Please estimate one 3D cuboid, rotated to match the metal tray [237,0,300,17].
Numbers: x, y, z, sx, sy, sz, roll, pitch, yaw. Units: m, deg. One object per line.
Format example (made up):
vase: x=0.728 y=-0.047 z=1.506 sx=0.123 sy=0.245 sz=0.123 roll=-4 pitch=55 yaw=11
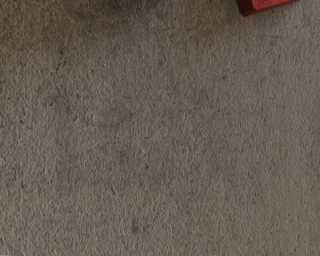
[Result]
metal tray: x=0.171 y=-0.231 z=0.468 sx=0.131 sy=0.030 sz=0.090 roll=-22 pitch=98 yaw=-19
